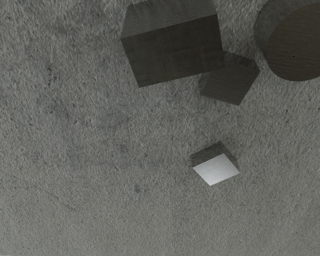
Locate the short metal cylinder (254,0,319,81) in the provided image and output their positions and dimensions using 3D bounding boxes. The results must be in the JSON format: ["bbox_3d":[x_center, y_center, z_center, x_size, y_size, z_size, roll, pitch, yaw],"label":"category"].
[{"bbox_3d":[0.141,-0.094,0.312,0.081,0.050,0.079,0,130,0],"label":"short metal cylinder"}]

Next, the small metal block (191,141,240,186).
[{"bbox_3d":[0.081,0.053,0.453,0.050,0.025,0.050,-29,125,22],"label":"small metal block"}]

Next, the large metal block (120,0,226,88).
[{"bbox_3d":[0.013,-0.089,0.295,0.080,0.080,0.050,-12,129,9],"label":"large metal block"}]

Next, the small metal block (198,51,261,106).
[{"bbox_3d":[0.078,-0.058,0.359,0.050,0.025,0.050,14,129,-12],"label":"small metal block"}]
